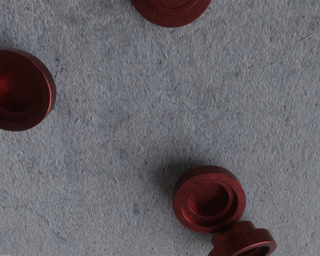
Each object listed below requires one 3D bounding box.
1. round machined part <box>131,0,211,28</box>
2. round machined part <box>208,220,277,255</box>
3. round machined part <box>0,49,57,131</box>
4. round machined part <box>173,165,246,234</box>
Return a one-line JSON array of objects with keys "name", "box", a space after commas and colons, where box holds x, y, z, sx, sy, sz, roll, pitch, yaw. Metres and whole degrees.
[{"name": "round machined part", "box": [0.013, -0.161, 0.341, 0.099, 0.042, 0.097, 0, 110, 0]}, {"name": "round machined part", "box": [0.114, 0.170, 0.449, 0.099, 0.042, 0.097, -13, 138, -12]}, {"name": "round machined part", "box": [-0.177, -0.048, 0.381, 0.099, 0.042, 0.097, 0, 110, 0]}, {"name": "round machined part", "box": [0.067, 0.096, 0.436, 0.099, 0.042, 0.097, 0, 110, 0]}]
